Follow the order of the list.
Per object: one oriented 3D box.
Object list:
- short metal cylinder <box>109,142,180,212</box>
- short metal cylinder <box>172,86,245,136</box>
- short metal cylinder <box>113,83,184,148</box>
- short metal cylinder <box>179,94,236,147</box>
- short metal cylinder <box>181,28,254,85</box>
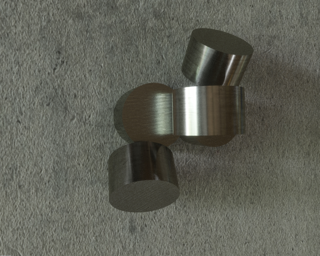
[{"bbox_3d":[-0.020,0.060,0.367,0.081,0.079,0.050,8,49,-20],"label":"short metal cylinder"},{"bbox_3d":[0.054,-0.018,0.349,0.081,0.080,0.050,-2,91,-20],"label":"short metal cylinder"},{"bbox_3d":[-0.014,-0.014,0.392,0.081,0.050,0.079,0,90,-21],"label":"short metal cylinder"},{"bbox_3d":[0.062,-0.016,0.420,0.081,0.050,0.079,0,90,-21],"label":"short metal cylinder"},{"bbox_3d":[0.073,-0.090,0.402,0.081,0.080,0.050,1,128,-20],"label":"short metal cylinder"}]
